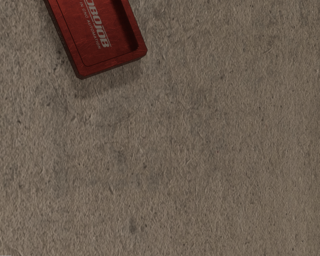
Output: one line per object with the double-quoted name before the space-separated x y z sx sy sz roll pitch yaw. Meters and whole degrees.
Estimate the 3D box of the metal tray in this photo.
"metal tray" -0.081 -0.135 0.376 0.091 0.030 0.129 -24 98 -19
